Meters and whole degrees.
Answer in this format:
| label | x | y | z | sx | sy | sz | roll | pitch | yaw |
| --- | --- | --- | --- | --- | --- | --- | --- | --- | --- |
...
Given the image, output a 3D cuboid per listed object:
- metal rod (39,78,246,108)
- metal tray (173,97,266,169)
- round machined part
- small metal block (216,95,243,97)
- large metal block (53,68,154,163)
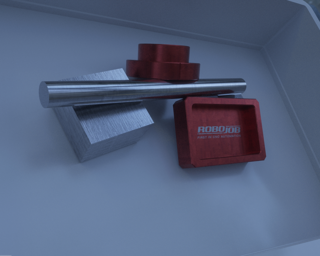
| label | x | y | z | sx | sy | sz | roll | pitch | yaw |
| --- | --- | --- | --- | --- | --- | --- | --- | --- | --- |
| metal rod | 0.008 | -0.048 | 0.381 | 0.302 | 0.025 | 0.025 | -8 | 66 | -40 |
| metal tray | 0.085 | 0.005 | 0.427 | 0.131 | 0.030 | 0.089 | -1 | 82 | -30 |
| round machined part | 0.005 | -0.089 | 0.413 | 0.099 | 0.098 | 0.042 | -5 | 105 | -31 |
| small metal block | 0.101 | -0.048 | 0.489 | 0.050 | 0.025 | 0.050 | -12 | 68 | -34 |
| large metal block | -0.068 | -0.017 | 0.361 | 0.081 | 0.050 | 0.080 | -20 | 72 | -36 |
